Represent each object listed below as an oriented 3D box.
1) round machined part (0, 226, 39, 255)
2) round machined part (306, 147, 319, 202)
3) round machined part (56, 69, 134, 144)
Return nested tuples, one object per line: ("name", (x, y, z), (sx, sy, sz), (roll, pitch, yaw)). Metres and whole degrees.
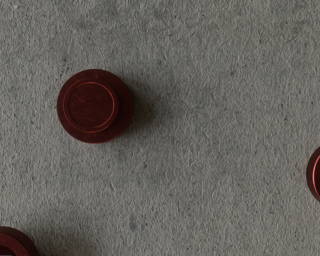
("round machined part", (-0.204, 0.175, 0.400), (0.099, 0.042, 0.097), (0, 90, 0))
("round machined part", (0.249, 0.064, 0.403), (0.099, 0.042, 0.097), (0, 90, 0))
("round machined part", (-0.085, -0.028, 0.401), (0.099, 0.042, 0.097), (0, 90, 0))
